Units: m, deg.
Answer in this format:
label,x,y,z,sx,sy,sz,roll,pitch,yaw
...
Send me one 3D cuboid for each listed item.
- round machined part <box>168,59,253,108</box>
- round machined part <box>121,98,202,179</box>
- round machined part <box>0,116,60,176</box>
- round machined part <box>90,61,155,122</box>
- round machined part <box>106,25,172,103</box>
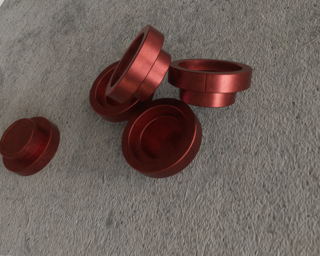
label,x,y,z,sx,sy,sz,roll,pitch,yaw
round machined part,0.058,-0.054,0.374,0.099,0.042,0.098,2,22,0
round machined part,0.005,0.015,0.379,0.098,0.042,0.098,-13,58,22
round machined part,-0.212,0.023,0.491,0.098,0.042,0.098,-13,56,21
round machined part,-0.049,-0.050,0.450,0.098,0.042,0.098,-13,56,21
round machined part,-0.023,-0.071,0.376,0.098,0.042,0.098,-49,22,28
